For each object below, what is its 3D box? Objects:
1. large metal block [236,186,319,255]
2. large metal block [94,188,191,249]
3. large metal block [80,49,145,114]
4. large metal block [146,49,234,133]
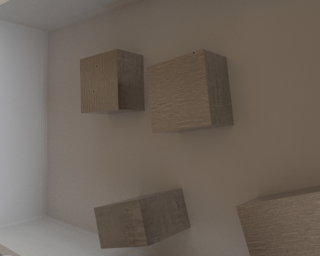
[{"bbox_3d":[0.128,0.101,0.285,0.080,0.050,0.080,-23,75,37],"label":"large metal block"},{"bbox_3d":[-0.022,0.113,0.389,0.080,0.081,0.050,-20,77,38],"label":"large metal block"},{"bbox_3d":[-0.070,-0.063,0.448,0.080,0.050,0.080,-3,88,40],"label":"large metal block"},{"bbox_3d":[0.034,-0.038,0.362,0.080,0.050,0.080,-9,85,39],"label":"large metal block"}]
